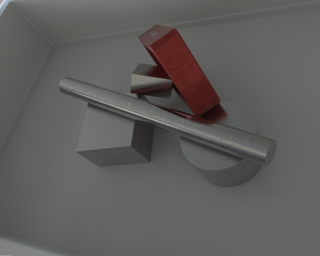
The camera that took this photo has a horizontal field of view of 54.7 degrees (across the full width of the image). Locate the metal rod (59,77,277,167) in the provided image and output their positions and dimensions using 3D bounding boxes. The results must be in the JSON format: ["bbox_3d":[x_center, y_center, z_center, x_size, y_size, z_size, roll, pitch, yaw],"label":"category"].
[{"bbox_3d":[-0.018,-0.019,0.358,0.300,0.025,0.025,20,72,35],"label":"metal rod"}]

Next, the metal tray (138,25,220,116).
[{"bbox_3d":[0.018,-0.073,0.365,0.030,0.090,0.130,-35,22,4],"label":"metal tray"}]

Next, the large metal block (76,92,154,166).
[{"bbox_3d":[-0.056,0.002,0.415,0.080,0.050,0.080,-7,59,24],"label":"large metal block"}]

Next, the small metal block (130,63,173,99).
[{"bbox_3d":[-0.008,-0.062,0.401,0.050,0.025,0.050,9,27,3],"label":"small metal block"}]

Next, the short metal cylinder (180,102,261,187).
[{"bbox_3d":[0.069,0.018,0.340,0.080,0.050,0.080,-13,56,20],"label":"short metal cylinder"}]
